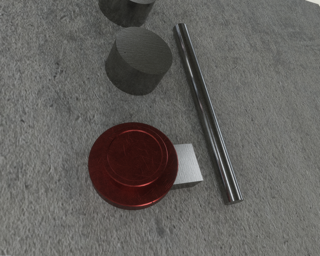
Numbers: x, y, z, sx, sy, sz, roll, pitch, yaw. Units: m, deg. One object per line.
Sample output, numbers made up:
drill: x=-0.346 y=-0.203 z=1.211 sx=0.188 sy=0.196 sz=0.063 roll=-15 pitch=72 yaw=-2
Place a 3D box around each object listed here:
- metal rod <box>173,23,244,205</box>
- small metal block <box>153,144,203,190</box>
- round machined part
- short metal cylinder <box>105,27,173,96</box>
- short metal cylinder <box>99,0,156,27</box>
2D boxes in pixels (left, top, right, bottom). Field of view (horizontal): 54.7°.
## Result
metal rod: x=0.064 y=-0.036 z=0.460 sx=0.025 sy=0.025 sz=0.299 roll=1 pitch=61 yaw=-28
small metal block: x=0.019 y=0.048 z=0.385 sx=0.050 sy=0.025 sz=0.050 roll=-2 pitch=63 yaw=-29
round machined part: x=-0.028 y=0.036 z=0.338 sx=0.099 sy=0.042 sz=0.098 roll=3 pitch=63 yaw=-7
short metal cylinder: x=-0.030 y=-0.092 z=0.428 sx=0.081 sy=0.050 sz=0.080 roll=14 pitch=56 yaw=-21
short metal cylinder: x=-0.050 y=-0.205 z=0.486 sx=0.081 sy=0.050 sz=0.080 roll=14 pitch=56 yaw=-21
